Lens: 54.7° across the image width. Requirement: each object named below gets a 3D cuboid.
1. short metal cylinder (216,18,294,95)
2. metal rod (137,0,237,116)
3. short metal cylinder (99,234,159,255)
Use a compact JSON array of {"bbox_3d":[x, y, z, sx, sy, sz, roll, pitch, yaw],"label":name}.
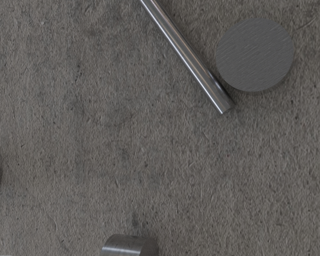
[{"bbox_3d":[0.109,-0.079,0.357,0.080,0.050,0.079,0,90,20],"label":"short metal cylinder"},{"bbox_3d":[0.003,-0.144,0.407,0.025,0.025,0.299,-37,79,16],"label":"metal rod"},{"bbox_3d":[-0.038,0.179,0.393,0.050,0.080,0.080,-1,90,20],"label":"short metal cylinder"}]
